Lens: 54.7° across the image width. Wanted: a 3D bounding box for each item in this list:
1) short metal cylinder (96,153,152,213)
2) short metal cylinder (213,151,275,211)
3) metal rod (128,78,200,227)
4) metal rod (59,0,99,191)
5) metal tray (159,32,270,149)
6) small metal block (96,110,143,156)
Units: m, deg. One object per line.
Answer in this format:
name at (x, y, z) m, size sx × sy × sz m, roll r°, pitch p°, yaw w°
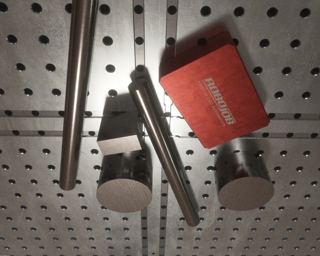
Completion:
short metal cylinder at (-0.051, 0.083, 0.465) m, size 0.081 × 0.050 × 0.079 m, roll 0°, pitch 130°, yaw 0°
short metal cylinder at (0.124, 0.080, 0.466) m, size 0.081 × 0.050 × 0.079 m, roll 0°, pitch 130°, yaw 0°
metal rod at (0.017, 0.057, 0.460) m, size 0.025 × 0.025 × 0.299 m, roll -13°, pitch 129°, yaw 10°
metal rod at (-0.108, -0.022, 0.391) m, size 0.025 × 0.025 × 0.298 m, roll 11°, pitch 129°, yaw -10°
metal tray at (0.068, -0.039, 0.377) m, size 0.090 × 0.030 × 0.130 m, roll -24°, pitch 127°, yaw 19°
small metal block at (-0.050, 0.005, 0.399) m, size 0.050 × 0.050 × 0.025 m, roll -10°, pitch 130°, yaw 7°
